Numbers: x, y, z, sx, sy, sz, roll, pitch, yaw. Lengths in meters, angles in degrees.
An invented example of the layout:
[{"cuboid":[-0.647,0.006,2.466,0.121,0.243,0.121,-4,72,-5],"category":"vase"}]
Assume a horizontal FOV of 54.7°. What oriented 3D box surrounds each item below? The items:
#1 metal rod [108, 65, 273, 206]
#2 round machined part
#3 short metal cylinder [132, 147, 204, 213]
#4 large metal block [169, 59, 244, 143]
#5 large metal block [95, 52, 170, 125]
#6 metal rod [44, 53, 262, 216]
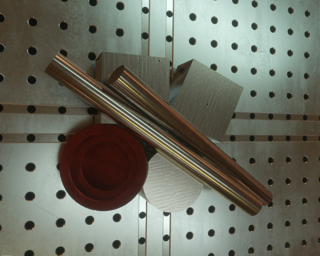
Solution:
[{"cuboid":[0.057,0.026,0.390,0.301,0.025,0.025,38,78,-31],"category":"metal rod"},{"cuboid":[-0.062,0.045,0.365,0.099,0.042,0.097,0,87,3],"category":"round machined part"},{"cuboid":[0.009,0.062,0.398,0.081,0.050,0.079,0,90,-20],"category":"short metal cylinder"},{"cuboid":[0.052,-0.034,0.414,0.080,0.050,0.080,26,82,-18],"category":"large metal block"},{"cuboid":[-0.035,-0.044,0.379,0.081,0.050,0.079,1,90,-20],"category":"large metal block"},{"cuboid":[0.007,0.019,0.357,0.301,0.025,0.025,36,78,-18],"category":"metal rod"}]
